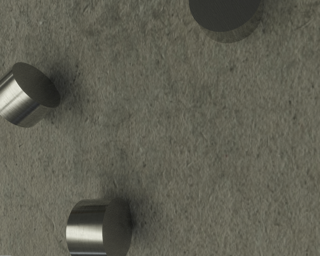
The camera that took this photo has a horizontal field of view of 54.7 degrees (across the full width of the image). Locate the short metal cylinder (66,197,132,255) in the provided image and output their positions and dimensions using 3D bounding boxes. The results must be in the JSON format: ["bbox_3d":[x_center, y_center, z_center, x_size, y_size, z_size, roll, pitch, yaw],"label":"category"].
[{"bbox_3d":[-0.077,0.133,0.406,0.050,0.080,0.080,-8,88,19],"label":"short metal cylinder"}]

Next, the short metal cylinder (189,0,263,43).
[{"bbox_3d":[0.080,-0.147,0.367,0.080,0.050,0.079,0,90,19],"label":"short metal cylinder"}]

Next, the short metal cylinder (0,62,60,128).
[{"bbox_3d":[-0.193,-0.047,0.446,0.050,0.080,0.080,-36,79,16],"label":"short metal cylinder"}]
